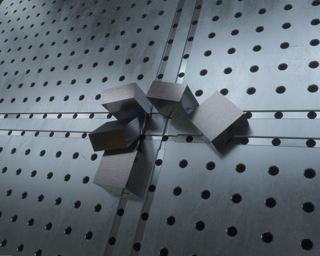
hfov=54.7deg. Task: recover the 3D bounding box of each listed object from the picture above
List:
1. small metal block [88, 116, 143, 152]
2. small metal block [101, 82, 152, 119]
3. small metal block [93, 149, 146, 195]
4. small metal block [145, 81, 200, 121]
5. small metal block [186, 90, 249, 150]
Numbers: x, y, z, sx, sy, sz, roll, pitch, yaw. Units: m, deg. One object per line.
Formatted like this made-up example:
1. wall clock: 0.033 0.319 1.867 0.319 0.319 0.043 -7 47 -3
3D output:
1. small metal block: -0.059 0.008 0.415 0.050 0.025 0.050 -9 16 23
2. small metal block: -0.046 -0.035 0.436 0.050 0.050 0.025 -9 58 23
3. small metal block: -0.052 0.055 0.400 0.050 0.025 0.050 3 63 29
4. small metal block: 0.018 -0.035 0.403 0.050 0.050 0.025 12 68 33
5. small metal block: 0.070 -0.010 0.377 0.050 0.025 0.050 -41 51 0
